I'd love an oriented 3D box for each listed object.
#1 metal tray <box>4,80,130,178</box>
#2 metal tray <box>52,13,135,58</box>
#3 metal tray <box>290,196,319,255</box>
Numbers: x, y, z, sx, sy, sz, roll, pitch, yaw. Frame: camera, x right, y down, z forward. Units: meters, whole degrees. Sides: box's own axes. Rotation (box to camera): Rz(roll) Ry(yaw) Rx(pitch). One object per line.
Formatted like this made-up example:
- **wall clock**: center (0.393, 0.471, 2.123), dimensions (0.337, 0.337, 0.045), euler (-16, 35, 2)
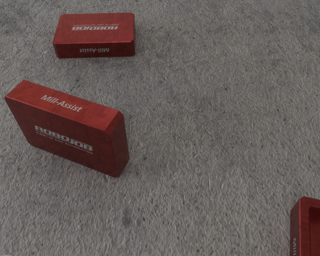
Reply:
- **metal tray**: center (-0.103, 0.002, 0.357), dimensions (0.130, 0.090, 0.030), euler (18, 53, 14)
- **metal tray**: center (-0.109, -0.161, 0.535), dimensions (0.131, 0.030, 0.090), euler (-2, 50, -2)
- **metal tray**: center (0.171, 0.136, 0.286), dimensions (0.090, 0.030, 0.130), euler (12, 51, 10)
